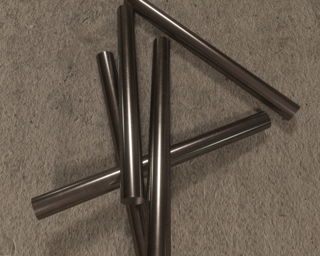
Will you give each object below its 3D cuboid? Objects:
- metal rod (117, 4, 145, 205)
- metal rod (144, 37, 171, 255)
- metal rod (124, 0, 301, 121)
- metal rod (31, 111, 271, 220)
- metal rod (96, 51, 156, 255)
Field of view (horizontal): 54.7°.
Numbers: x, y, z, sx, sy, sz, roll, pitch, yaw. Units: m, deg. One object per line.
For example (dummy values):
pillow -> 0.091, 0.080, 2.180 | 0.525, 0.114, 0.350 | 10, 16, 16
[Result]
metal rod -> -0.040, -0.052, 0.395 | 0.025, 0.025, 0.299 | -4, 58, -2
metal rod -> 0.000, -0.002, 0.369 | 0.025, 0.025, 0.300 | 1, 55, 0
metal rod -> 0.067, -0.111, 0.449 | 0.300, 0.025, 0.025 | 39, 74, 12
metal rod -> 0.004, 0.038, 0.372 | 0.302, 0.025, 0.025 | -20, 71, -16
metal rod -> -0.044, 0.034, 0.395 | 0.025, 0.025, 0.299 | -13, 71, -5
